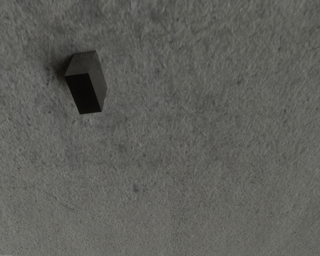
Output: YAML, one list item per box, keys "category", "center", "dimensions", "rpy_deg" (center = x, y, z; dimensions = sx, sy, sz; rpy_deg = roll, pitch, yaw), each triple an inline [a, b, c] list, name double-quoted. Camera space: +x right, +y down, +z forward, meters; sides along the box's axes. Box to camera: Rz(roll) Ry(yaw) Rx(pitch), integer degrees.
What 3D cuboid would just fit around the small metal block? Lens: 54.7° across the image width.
- category: "small metal block"
  center: [-0.081, -0.051, 0.346]
  dimensions: [0.025, 0.050, 0.050]
  rpy_deg: [-7, 130, 5]
